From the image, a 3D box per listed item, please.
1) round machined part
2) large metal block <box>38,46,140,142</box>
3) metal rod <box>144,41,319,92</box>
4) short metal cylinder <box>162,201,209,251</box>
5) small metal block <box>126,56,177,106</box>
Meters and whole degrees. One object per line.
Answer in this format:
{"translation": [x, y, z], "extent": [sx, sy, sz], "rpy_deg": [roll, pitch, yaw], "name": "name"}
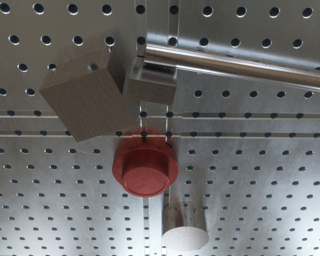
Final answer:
{"translation": [-0.021, 0.065, 0.456], "extent": [0.099, 0.042, 0.097], "rpy_deg": [0, 130, 0], "name": "round machined part"}
{"translation": [-0.077, -0.038, 0.362], "extent": [0.080, 0.050, 0.080], "rpy_deg": [-16, 129, 13], "name": "large metal block"}
{"translation": [0.133, -0.063, 0.358], "extent": [0.302, 0.025, 0.025], "rpy_deg": [8, 130, -7], "name": "metal rod"}
{"translation": [0.043, 0.173, 0.543], "extent": [0.081, 0.050, 0.079], "rpy_deg": [0, 130, 0], "name": "short metal cylinder"}
{"translation": [-0.009, -0.054, 0.349], "extent": [0.050, 0.050, 0.025], "rpy_deg": [9, 130, -8], "name": "small metal block"}
